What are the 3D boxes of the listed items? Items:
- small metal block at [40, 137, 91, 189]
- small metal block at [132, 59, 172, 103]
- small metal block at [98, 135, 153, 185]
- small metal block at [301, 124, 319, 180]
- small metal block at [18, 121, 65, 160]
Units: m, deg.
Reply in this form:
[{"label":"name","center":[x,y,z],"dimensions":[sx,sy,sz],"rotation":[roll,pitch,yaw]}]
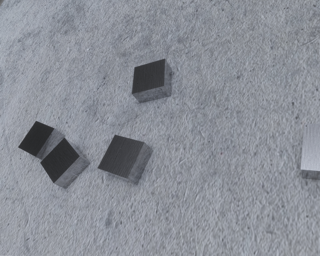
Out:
[{"label":"small metal block","center":[-0.136,0.050,0.445],"dimensions":[0.050,0.025,0.050],"rotation":[-47,51,-5]},{"label":"small metal block","center":[-0.011,-0.068,0.452],"dimensions":[0.050,0.025,0.050],"rotation":[-11,57,22]},{"label":"small metal block","center":[-0.045,0.041,0.402],"dimensions":[0.050,0.025,0.050],"rotation":[13,68,33]},{"label":"small metal block","center":[0.167,0.024,0.301],"dimensions":[0.050,0.025,0.050],"rotation":[2,62,29]},{"label":"small metal block","center":[-0.187,0.021,0.489],"dimensions":[0.050,0.025,0.050],"rotation":[17,71,35]}]
